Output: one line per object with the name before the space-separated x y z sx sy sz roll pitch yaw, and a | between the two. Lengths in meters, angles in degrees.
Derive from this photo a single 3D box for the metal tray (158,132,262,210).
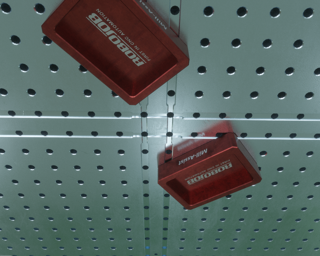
metal tray | 0.073 0.069 0.467 0.130 0.030 0.090 -28 125 22

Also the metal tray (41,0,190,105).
metal tray | -0.043 -0.093 0.328 0.090 0.030 0.130 -35 122 25
